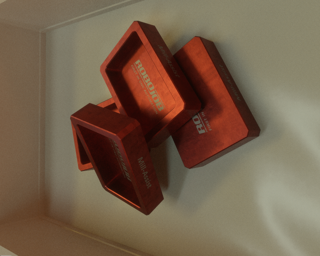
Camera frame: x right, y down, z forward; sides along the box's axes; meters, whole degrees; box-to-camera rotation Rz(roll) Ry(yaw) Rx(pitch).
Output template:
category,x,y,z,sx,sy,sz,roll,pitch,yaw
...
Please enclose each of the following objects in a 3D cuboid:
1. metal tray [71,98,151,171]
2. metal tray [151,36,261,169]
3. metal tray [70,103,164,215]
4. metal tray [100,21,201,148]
category,x,y,z,sx,sy,sz,roll,pitch,yaw
metal tray,-0.078,0.009,0.465,0.130,0.030,0.090,-19,78,38
metal tray,0.046,-0.029,0.364,0.090,0.030,0.130,-35,69,34
metal tray,-0.050,0.039,0.376,0.090,0.030,0.129,19,138,38
metal tray,-0.017,-0.051,0.375,0.090,0.030,0.130,-43,64,35
